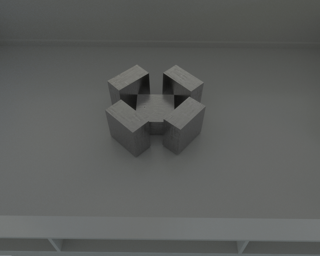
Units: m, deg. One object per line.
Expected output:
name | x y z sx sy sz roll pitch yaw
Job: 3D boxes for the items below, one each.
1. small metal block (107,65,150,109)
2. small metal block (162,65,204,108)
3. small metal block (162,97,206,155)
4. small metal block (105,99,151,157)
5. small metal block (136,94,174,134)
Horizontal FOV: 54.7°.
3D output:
small metal block | -0.041 -0.052 0.429 0.050 0.050 0.025 -35 58 -25
small metal block | 0.030 -0.051 0.429 0.025 0.050 0.050 -37 60 -28
small metal block | 0.030 -0.003 0.388 0.025 0.050 0.050 34 57 24
small metal block | -0.039 0.001 0.386 0.025 0.050 0.050 -38 59 -26
small metal block | -0.006 -0.019 0.418 0.050 0.025 0.050 1 50 0
